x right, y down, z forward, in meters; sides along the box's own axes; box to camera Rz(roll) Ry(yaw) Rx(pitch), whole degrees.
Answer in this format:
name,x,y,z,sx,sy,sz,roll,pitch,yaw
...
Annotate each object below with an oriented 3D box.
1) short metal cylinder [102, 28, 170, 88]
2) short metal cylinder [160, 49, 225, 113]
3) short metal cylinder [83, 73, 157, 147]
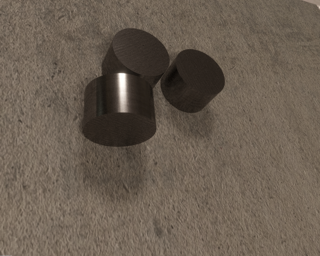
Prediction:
name,x,y,z,sx,sy,sz,roll,pitch,yaw
short metal cylinder,-0.034,-0.089,0.425,0.081,0.050,0.080,14,56,-21
short metal cylinder,0.048,-0.069,0.457,0.081,0.050,0.080,14,56,-21
short metal cylinder,-0.046,-0.018,0.356,0.081,0.080,0.050,8,58,-24
